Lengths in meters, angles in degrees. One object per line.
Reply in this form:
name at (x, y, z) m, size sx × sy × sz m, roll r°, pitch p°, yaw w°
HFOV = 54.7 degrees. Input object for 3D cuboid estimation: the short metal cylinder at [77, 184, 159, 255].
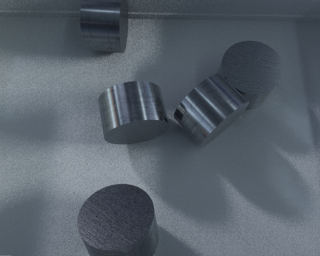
short metal cylinder at (-0.044, 0.108, 0.338) m, size 0.080 × 0.050 × 0.080 m, roll -4°, pitch 40°, yaw 3°

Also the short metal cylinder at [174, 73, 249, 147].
short metal cylinder at (0.064, -0.022, 0.389) m, size 0.080 × 0.080 × 0.050 m, roll -38°, pitch 75°, yaw -13°

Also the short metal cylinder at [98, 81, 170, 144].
short metal cylinder at (-0.033, -0.017, 0.386) m, size 0.081 × 0.080 × 0.050 m, roll -11°, pitch 71°, yaw -5°

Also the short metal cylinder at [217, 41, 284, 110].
short metal cylinder at (0.120, -0.071, 0.424) m, size 0.081 × 0.050 × 0.080 m, roll 0°, pitch 70°, yaw 0°

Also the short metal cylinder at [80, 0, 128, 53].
short metal cylinder at (-0.075, -0.147, 0.433) m, size 0.050 × 0.080 × 0.080 m, roll 4°, pitch 70°, yaw 1°
